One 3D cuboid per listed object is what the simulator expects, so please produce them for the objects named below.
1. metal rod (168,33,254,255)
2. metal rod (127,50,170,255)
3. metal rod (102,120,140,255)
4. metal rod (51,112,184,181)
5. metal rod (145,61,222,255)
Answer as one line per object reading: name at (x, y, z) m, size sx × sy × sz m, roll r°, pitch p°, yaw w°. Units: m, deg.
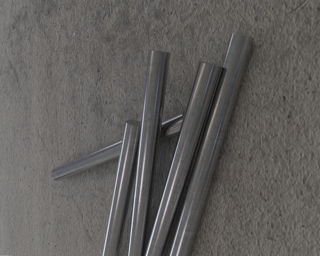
metal rod at (0.053, 0.044, 0.361) m, size 0.025 × 0.025 × 0.298 m, roll 23°, pitch 104°, yaw 37°
metal rod at (-0.018, 0.054, 0.394) m, size 0.025 × 0.025 × 0.298 m, roll 20°, pitch 110°, yaw 38°
metal rod at (-0.061, 0.133, 0.437) m, size 0.025 × 0.025 × 0.298 m, roll 25°, pitch 111°, yaw 37°
metal rod at (-0.075, 0.037, 0.466) m, size 0.299 × 0.025 × 0.025 m, roll -23°, pitch 76°, yaw 37°
metal rod at (0.018, 0.069, 0.376) m, size 0.025 × 0.025 × 0.298 m, roll 28°, pitch 111°, yaw 36°
